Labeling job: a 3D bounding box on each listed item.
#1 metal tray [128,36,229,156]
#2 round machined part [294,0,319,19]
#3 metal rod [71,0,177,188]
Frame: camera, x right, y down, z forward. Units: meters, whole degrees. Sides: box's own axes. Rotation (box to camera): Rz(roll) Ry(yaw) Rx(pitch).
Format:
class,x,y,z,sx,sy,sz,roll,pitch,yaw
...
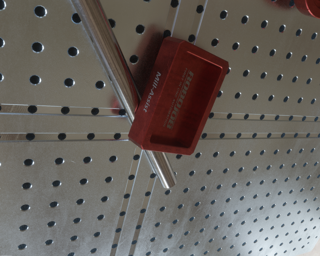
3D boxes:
class,x,y,z,sx,sy,sz,roll,pitch,yaw
metal tray,0.024,-0.034,0.379,0.091,0.030,0.129,12,104,-42
round machined part,0.206,-0.193,0.393,0.099,0.042,0.097,-14,124,-21
metal rod,-0.032,-0.028,0.376,0.025,0.025,0.299,-30,129,-9
